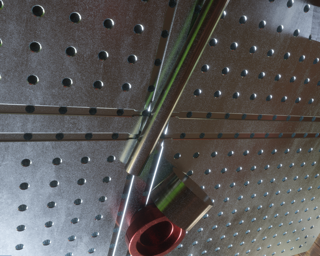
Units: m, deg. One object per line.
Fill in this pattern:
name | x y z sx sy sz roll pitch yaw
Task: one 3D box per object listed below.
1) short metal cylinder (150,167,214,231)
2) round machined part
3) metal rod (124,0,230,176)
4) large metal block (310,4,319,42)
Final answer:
short metal cylinder | 0.032 0.104 0.460 0.050 0.080 0.080 -48 129 5
round machined part | -0.010 0.161 0.495 0.099 0.042 0.097 -14 126 -20
metal rod | 0.027 -0.068 0.384 0.025 0.025 0.298 15 111 -35
large metal block | 0.277 -0.152 0.436 0.081 0.080 0.050 -23 127 -15
